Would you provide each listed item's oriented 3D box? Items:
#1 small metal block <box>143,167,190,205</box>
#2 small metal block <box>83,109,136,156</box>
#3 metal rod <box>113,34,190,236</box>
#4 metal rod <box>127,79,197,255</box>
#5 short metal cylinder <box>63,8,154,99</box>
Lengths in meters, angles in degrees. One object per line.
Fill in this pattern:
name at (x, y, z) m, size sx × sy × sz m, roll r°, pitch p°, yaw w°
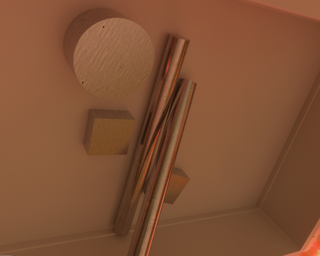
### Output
small metal block at (0.009, 0.084, 0.468) m, size 0.050 × 0.025 × 0.050 m, roll 23°, pitch 106°, yaw -37°
small metal block at (-0.063, 0.005, 0.379) m, size 0.050 × 0.025 × 0.050 m, roll 1°, pitch 118°, yaw -30°
metal rod at (-0.018, 0.026, 0.416) m, size 0.025 × 0.025 × 0.298 m, roll 3°, pitch 117°, yaw -30°
metal rod at (-0.006, 0.084, 0.380) m, size 0.025 × 0.025 × 0.299 m, roll 21°, pitch 83°, yaw -36°
short metal cylinder at (-0.053, -0.077, 0.317) m, size 0.081 × 0.050 × 0.079 m, roll -14°, pitch 125°, yaw -21°
